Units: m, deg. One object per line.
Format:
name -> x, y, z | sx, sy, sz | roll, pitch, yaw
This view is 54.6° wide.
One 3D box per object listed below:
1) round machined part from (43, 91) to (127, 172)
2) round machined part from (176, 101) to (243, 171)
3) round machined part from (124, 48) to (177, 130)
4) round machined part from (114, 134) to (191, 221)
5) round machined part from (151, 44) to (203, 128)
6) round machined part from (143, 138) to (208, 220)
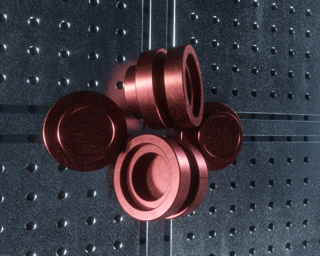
round machined part -> -0.087, 0.004, 0.371 | 0.099, 0.042, 0.097 | 0, 90, -20
round machined part -> 0.075, 0.012, 0.431 | 0.099, 0.042, 0.097 | 0, 90, -20
round machined part -> -0.011, -0.046, 0.382 | 0.042, 0.098, 0.097 | -5, 92, 20
round machined part -> -0.005, 0.058, 0.367 | 0.042, 0.098, 0.098 | 13, 85, -52
round machined part -> 0.021, -0.048, 0.374 | 0.042, 0.098, 0.097 | -5, 92, 20
round machined part -> 0.018, 0.063, 0.390 | 0.042, 0.098, 0.098 | 14, 85, -51
